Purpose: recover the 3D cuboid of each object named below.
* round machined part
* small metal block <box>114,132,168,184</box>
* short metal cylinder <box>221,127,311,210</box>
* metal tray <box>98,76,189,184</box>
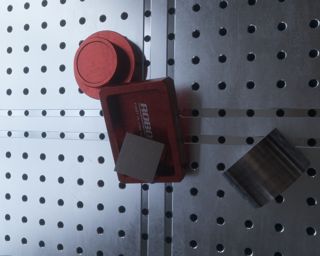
[{"bbox_3d":[-0.080,-0.088,0.432,0.098,0.042,0.097,0,90,20],"label":"round machined part"},{"bbox_3d":[-0.023,0.037,0.387,0.050,0.025,0.050,17,86,12],"label":"small metal block"},{"bbox_3d":[0.115,0.044,0.343,0.080,0.080,0.050,-45,76,14],"label":"short metal cylinder"},{"bbox_3d":[-0.019,0.006,0.397,0.090,0.030,0.129,-5,105,19],"label":"metal tray"}]
